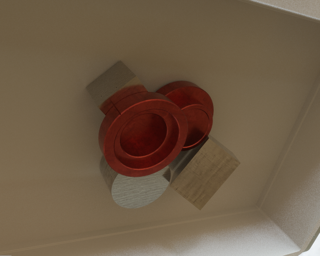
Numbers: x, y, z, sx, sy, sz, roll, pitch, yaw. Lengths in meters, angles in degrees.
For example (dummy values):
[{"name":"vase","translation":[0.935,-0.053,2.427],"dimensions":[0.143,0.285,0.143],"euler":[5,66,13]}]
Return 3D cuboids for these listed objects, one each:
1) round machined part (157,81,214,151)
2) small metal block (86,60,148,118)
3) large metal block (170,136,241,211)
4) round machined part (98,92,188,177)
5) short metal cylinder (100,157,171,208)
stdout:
[{"name":"round machined part","translation":[0.030,-0.009,0.406],"dimensions":[0.099,0.042,0.097],"euler":[-14,125,-21]},{"name":"small metal block","translation":[-0.048,-0.042,0.339],"dimensions":[0.050,0.050,0.025],"euler":[-39,130,-2]},{"name":"large metal block","translation":[0.061,0.056,0.432],"dimensions":[0.050,0.080,0.080],"euler":[39,97,2]},{"name":"round machined part","translation":[-0.022,0.004,0.350],"dimensions":[0.099,0.042,0.097],"euler":[-14,125,-21]},{"name":"short metal cylinder","translation":[-0.033,0.059,0.410],"dimensions":[0.081,0.050,0.079],"euler":[-14,125,-21]}]
